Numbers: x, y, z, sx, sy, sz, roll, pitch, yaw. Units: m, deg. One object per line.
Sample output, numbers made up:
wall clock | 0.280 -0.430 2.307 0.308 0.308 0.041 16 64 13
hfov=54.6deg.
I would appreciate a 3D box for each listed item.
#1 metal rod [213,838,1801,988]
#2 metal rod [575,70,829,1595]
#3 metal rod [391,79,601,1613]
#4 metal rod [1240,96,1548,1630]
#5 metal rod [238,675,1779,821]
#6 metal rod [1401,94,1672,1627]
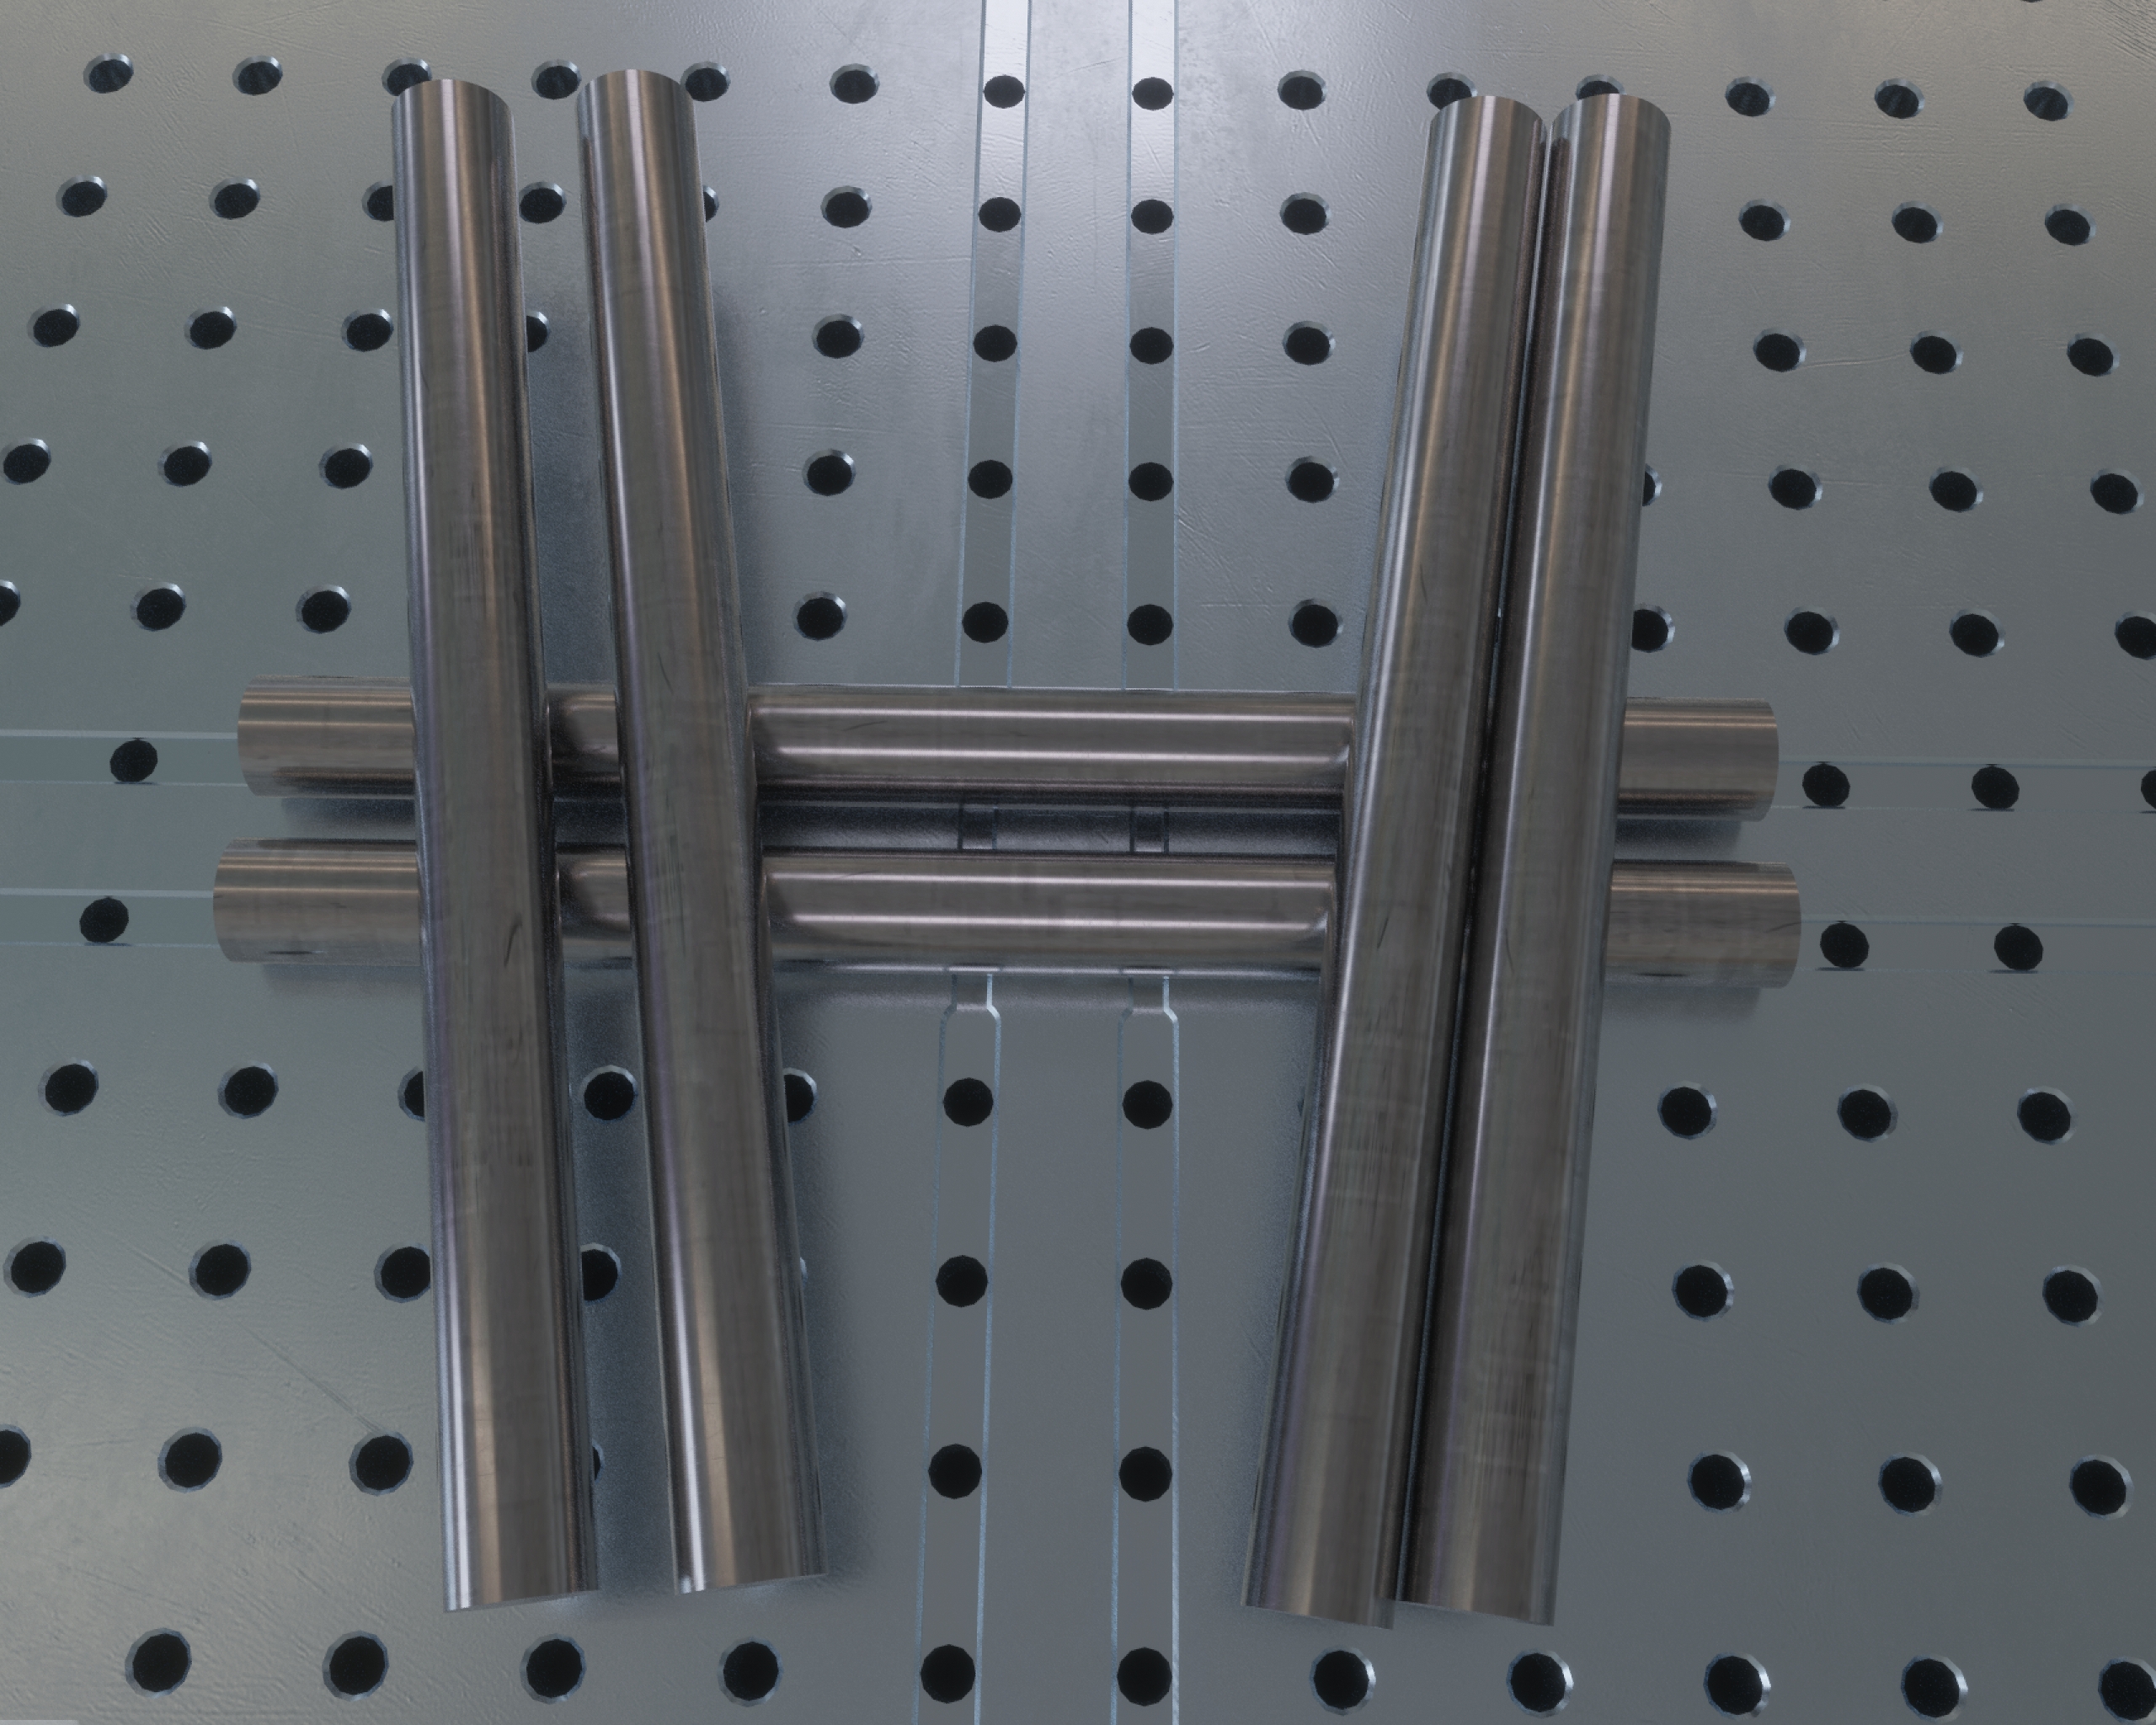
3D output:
metal rod | -0.013 0.010 0.409 0.302 0.025 0.025 1 70 0
metal rod | -0.074 -0.021 0.393 0.025 0.025 0.299 -7 70 -3
metal rod | -0.112 -0.018 0.392 0.025 0.025 0.299 -8 70 -3
metal rod | 0.063 -0.015 0.392 0.025 0.025 0.299 9 70 3
metal rod | -0.014 -0.023 0.421 0.302 0.025 0.025 1 70 0
metal rod | 0.089 -0.016 0.392 0.025 0.025 0.299 9 70 3
